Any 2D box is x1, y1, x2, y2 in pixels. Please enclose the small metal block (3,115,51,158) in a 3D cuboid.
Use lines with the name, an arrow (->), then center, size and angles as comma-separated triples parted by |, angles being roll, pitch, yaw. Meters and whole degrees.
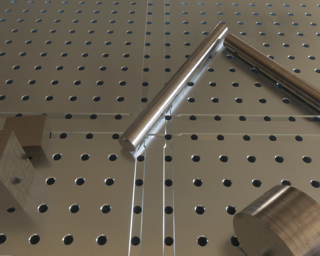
small metal block -> -0.171, 0.011, 0.396 | 0.050, 0.025, 0.050 | -4, 50, -4

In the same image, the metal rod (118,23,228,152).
metal rod -> 0.034, -0.078, 0.473 | 0.025, 0.025, 0.301 | 24, 54, 19

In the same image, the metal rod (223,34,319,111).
metal rod -> 0.209, -0.060, 0.460 | 0.025, 0.025, 0.300 | -30, 56, -23

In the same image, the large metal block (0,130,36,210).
large metal block -> -0.191, 0.046, 0.331 | 0.081, 0.080, 0.050 | 1, 50, 0

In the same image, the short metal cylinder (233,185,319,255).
short metal cylinder -> 0.115, 0.101, 0.289 | 0.050, 0.080, 0.080 | -28, 56, -22
